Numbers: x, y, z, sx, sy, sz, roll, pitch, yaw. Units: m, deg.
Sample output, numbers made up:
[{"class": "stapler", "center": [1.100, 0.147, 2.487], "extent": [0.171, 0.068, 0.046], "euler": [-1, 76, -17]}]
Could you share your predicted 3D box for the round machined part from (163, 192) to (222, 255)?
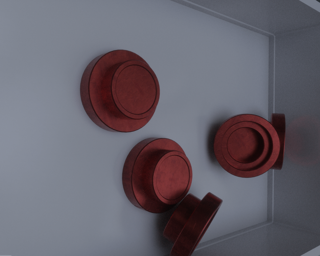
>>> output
[{"class": "round machined part", "center": [0.040, 0.126, 0.410], "extent": [0.098, 0.042, 0.098], "euler": [-50, 159, -26]}]

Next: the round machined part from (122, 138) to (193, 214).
[{"class": "round machined part", "center": [0.004, 0.062, 0.401], "extent": [0.099, 0.042, 0.097], "euler": [0, 90, -40]}]

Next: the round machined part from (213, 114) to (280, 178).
[{"class": "round machined part", "center": [0.133, 0.026, 0.488], "extent": [0.042, 0.099, 0.097], "euler": [-39, 129, -84]}]

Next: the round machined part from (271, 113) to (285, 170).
[{"class": "round machined part", "center": [0.191, 0.022, 0.540], "extent": [0.098, 0.042, 0.097], "euler": [3, 91, -73]}]

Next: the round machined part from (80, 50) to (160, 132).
[{"class": "round machined part", "center": [-0.039, -0.043, 0.365], "extent": [0.099, 0.042, 0.097], "euler": [0, 90, -40]}]
